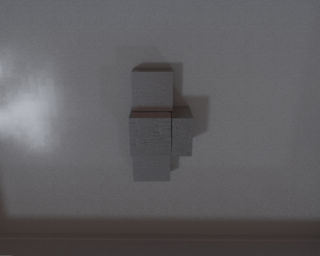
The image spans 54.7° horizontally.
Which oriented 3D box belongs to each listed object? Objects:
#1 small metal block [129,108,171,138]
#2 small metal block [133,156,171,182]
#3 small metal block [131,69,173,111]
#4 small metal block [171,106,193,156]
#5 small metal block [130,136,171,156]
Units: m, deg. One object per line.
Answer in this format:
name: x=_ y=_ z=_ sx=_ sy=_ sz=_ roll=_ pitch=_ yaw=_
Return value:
small metal block: x=-0.012 y=-0.009 z=0.393 sx=0.050 sy=0.050 sz=0.025 roll=0 pitch=110 yaw=0
small metal block: x=-0.011 y=0.045 z=0.426 sx=0.050 sy=0.025 sz=0.050 roll=0 pitch=110 yaw=0
small metal block: x=-0.009 y=-0.048 z=0.391 sx=0.050 sy=0.025 sz=0.050 roll=0 pitch=110 yaw=0
small metal block: x=0.027 y=0.003 z=0.397 sx=0.025 sy=0.050 sz=0.050 roll=0 pitch=110 yaw=0
small metal block: x=-0.011 y=0.014 z=0.401 sx=0.050 sy=0.050 sz=0.025 roll=0 pitch=110 yaw=0
